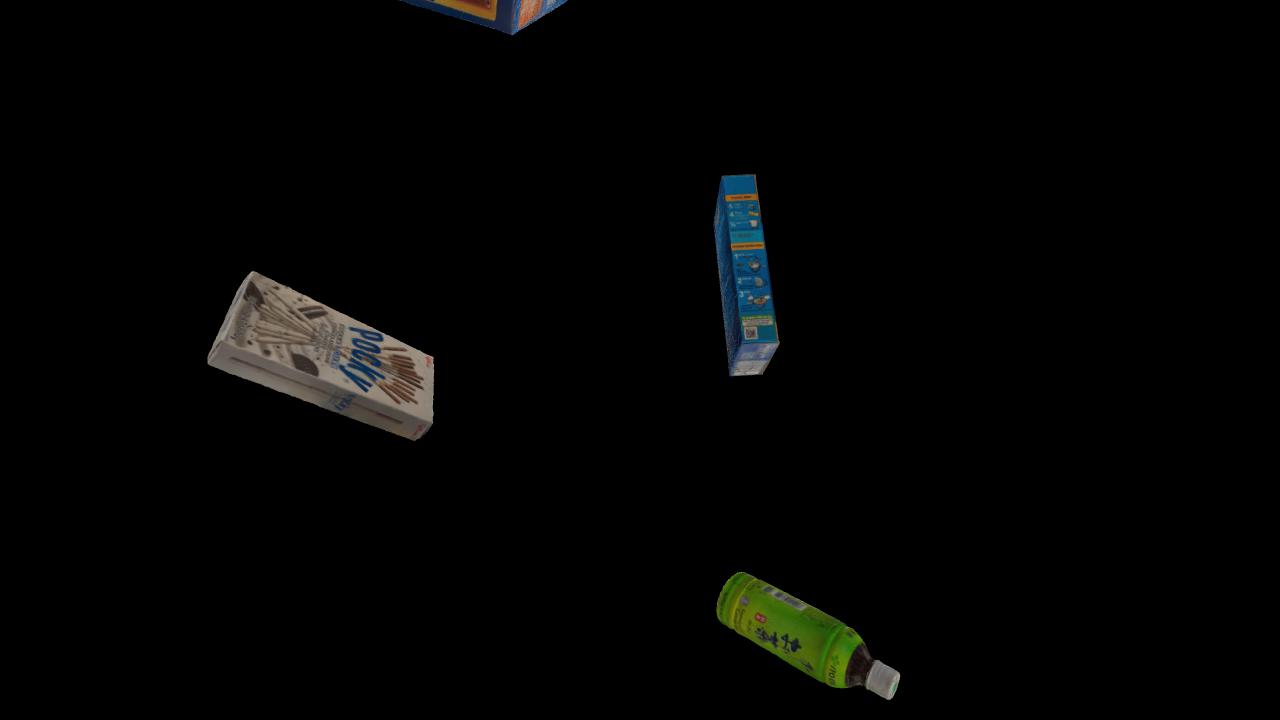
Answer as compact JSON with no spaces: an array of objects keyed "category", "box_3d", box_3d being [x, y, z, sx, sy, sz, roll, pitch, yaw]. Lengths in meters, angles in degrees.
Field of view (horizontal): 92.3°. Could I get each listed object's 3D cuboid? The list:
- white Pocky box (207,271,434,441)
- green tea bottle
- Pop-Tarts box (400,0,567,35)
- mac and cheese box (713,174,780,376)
[{"category":"white Pocky box","box_3d":[-0.231,0.000,0.469,0.028,0.084,0.154,-42,-50,21]},{"category":"green tea bottle","box_3d":[0.192,0.321,0.716,0.212,0.073,0.073,13,9,42]},{"category":"Pop-Tarts box","box_3d":[-0.133,-0.320,0.461,0.141,0.083,0.167,16,38,-3]},{"category":"mac and cheese box","box_3d":[0.104,-0.084,0.622,0.041,0.184,0.093,-3,-20,1]}]
